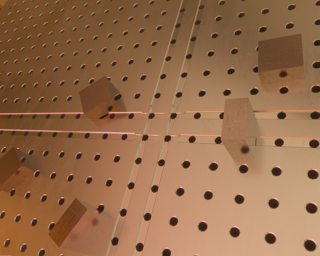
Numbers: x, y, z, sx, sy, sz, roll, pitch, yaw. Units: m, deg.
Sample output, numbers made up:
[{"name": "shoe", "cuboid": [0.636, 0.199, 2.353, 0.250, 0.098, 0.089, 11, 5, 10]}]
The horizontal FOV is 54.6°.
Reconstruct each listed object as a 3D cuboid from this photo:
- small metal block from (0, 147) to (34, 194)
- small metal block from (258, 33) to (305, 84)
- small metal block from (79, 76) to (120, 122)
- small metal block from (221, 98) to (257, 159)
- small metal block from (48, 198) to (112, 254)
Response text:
[{"name": "small metal block", "cuboid": [-0.235, 0.067, 0.493, 0.050, 0.025, 0.050, -45, 51, -3]}, {"name": "small metal block", "cuboid": [0.149, -0.085, 0.382, 0.050, 0.025, 0.050, -4, 60, 26]}, {"name": "small metal block", "cuboid": [-0.096, -0.046, 0.488, 0.050, 0.025, 0.050, -29, 52, 9]}, {"name": "small metal block", "cuboid": [0.089, 0.001, 0.345, 0.025, 0.050, 0.050, -2, 61, 27]}, {"name": "small metal block", "cuboid": [-0.094, 0.118, 0.370, 0.025, 0.050, 0.050, 29, 78, 37]}]
